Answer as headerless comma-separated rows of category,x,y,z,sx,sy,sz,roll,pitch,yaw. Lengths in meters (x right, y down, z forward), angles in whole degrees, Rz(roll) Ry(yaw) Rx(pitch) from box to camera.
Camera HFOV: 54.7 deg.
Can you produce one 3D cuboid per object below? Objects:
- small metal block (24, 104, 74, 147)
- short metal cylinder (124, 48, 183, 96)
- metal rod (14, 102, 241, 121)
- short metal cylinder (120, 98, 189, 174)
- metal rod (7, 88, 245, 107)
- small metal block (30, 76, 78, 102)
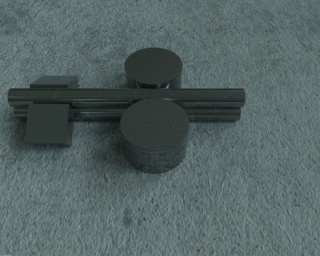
small metal block,-0.139,-0.003,0.393,0.050,0.025,0.050,1,77,0
short metal cylinder,-0.009,-0.072,0.448,0.081,0.050,0.080,0,50,0
metal rod,-0.043,-0.023,0.424,0.302,0.025,0.025,0,50,0
short metal cylinder,-0.006,0.009,0.380,0.081,0.050,0.080,0,50,0
metal rod,-0.042,-0.040,0.405,0.302,0.025,0.025,0,50,0
small metal block,-0.147,-0.056,0.438,0.050,0.025,0.050,0,23,0
